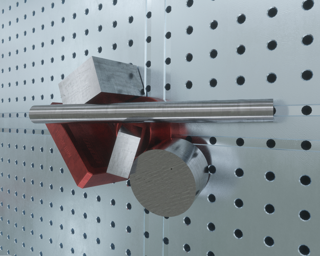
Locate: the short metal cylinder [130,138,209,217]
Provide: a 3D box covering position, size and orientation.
[{"bbox_3d":[0.012,0.057,0.366,0.080,0.050,0.079,6,105,23],"label":"short metal cylinder"}]

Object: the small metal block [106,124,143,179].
[{"bbox_3d":[-0.041,0.025,0.368,0.025,0.050,0.050,17,102,-5],"label":"small metal block"}]

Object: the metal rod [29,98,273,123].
[{"bbox_3d":[-0.026,-0.018,0.367,0.301,0.025,0.025,0,90,20],"label":"metal rod"}]

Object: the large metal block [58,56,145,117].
[{"bbox_3d":[-0.082,-0.053,0.436,0.080,0.081,0.050,-27,74,36],"label":"large metal block"}]

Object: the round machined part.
[{"bbox_3d":[-0.024,0.006,0.420,0.098,0.042,0.097,0,90,39],"label":"round machined part"}]

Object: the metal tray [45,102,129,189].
[{"bbox_3d":[-0.100,0.020,0.446,0.030,0.091,0.130,-51,61,28],"label":"metal tray"}]
